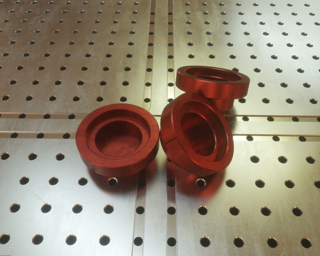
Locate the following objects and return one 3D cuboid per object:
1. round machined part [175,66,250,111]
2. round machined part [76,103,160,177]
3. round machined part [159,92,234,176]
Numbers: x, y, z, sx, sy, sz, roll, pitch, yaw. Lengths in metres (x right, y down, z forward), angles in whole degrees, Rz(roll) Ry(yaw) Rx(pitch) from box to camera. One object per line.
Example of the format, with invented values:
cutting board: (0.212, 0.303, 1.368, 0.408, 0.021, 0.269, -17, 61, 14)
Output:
round machined part: (0.070, -0.054, 0.426, 0.099, 0.042, 0.098, 5, 23, -2)
round machined part: (-0.049, 0.019, 0.381, 0.099, 0.042, 0.098, 0, 50, 0)
round machined part: (0.038, 0.010, 0.367, 0.099, 0.042, 0.098, 21, 54, -32)
